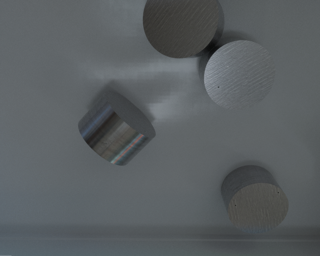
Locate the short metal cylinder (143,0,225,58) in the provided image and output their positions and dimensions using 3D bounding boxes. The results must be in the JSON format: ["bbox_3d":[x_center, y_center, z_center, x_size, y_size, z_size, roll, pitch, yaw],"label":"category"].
[{"bbox_3d":[0.028,-0.118,0.342,0.080,0.050,0.079,4,103,17],"label":"short metal cylinder"}]

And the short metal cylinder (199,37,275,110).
[{"bbox_3d":[0.090,-0.067,0.374,0.081,0.050,0.079,0,110,0],"label":"short metal cylinder"}]

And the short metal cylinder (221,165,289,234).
[{"bbox_3d":[0.131,0.099,0.436,0.081,0.050,0.079,0,110,0],"label":"short metal cylinder"}]

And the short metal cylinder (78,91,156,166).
[{"bbox_3d":[-0.052,0.000,0.381,0.080,0.080,0.050,41,105,-14],"label":"short metal cylinder"}]
